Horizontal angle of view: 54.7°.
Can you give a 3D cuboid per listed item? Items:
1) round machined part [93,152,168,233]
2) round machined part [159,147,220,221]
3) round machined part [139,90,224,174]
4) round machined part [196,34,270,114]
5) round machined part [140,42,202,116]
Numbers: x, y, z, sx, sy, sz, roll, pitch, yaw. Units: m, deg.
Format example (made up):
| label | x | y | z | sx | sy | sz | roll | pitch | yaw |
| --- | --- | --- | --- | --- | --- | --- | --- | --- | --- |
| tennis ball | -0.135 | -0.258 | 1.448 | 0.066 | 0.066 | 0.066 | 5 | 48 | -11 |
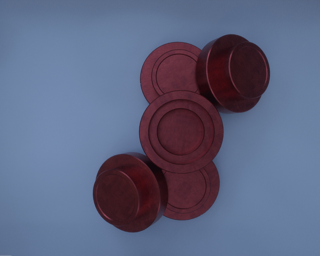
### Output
| label | x | y | z | sx | sy | sz | roll | pitch | yaw |
| --- | --- | --- | --- | --- | --- | --- | --- | --- | --- |
| round machined part | -0.043 | 0.081 | 0.380 | 0.098 | 0.042 | 0.097 | 2 | 95 | 29 |
| round machined part | 0.029 | 0.072 | 0.402 | 0.099 | 0.042 | 0.097 | 0 | 90 | -1 |
| round machined part | 0.025 | 0.005 | 0.380 | 0.099 | 0.042 | 0.097 | 0 | 90 | -1 |
| round machined part | 0.096 | -0.068 | 0.381 | 0.099 | 0.042 | 0.097 | 2 | 87 | -31 |
| round machined part | 0.023 | -0.063 | 0.401 | 0.099 | 0.042 | 0.097 | 0 | 90 | -1 |
